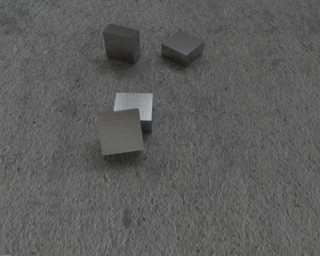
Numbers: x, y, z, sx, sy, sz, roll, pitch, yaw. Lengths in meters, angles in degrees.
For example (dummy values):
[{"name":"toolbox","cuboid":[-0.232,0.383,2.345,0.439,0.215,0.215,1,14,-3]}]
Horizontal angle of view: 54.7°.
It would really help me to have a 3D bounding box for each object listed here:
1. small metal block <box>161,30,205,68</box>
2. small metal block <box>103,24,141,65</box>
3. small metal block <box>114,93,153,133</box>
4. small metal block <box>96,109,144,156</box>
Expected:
[{"name":"small metal block","cuboid":[0.038,-0.132,0.514,0.050,0.025,0.050,32,57,24]},{"name":"small metal block","cuboid":[-0.061,-0.135,0.500,0.050,0.050,0.025,17,52,13]},{"name":"small metal block","cuboid":[-0.035,-0.021,0.421,0.050,0.025,0.050,1,50,1]},{"name":"small metal block","cuboid":[-0.048,0.004,0.381,0.050,0.050,0.025,-8,7,-7]}]
